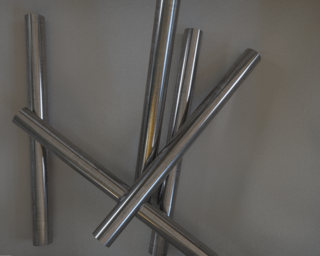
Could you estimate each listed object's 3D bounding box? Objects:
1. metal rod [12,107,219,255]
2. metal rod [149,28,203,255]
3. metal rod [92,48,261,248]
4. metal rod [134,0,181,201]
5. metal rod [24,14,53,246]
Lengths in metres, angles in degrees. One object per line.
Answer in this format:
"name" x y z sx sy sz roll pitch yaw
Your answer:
"metal rod" -0.054 0.076 0.384 0.300 0.025 0.025 38 90 -1
"metal rod" 0.021 0.019 0.411 0.025 0.025 0.298 9 90 -1
"metal rod" 0.029 0.014 0.380 0.025 0.025 0.300 41 77 0
"metal rod" -0.005 -0.038 0.357 0.025 0.025 0.298 8 112 -1
"metal rod" -0.160 0.003 0.409 0.025 0.025 0.298 -2 90 -1
